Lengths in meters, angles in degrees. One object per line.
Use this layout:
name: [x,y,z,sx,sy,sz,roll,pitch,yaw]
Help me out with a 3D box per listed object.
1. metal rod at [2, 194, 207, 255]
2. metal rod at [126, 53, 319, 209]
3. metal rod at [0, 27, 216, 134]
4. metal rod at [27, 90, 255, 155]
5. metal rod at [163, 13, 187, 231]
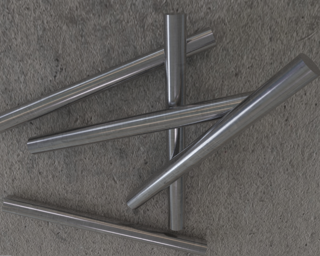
metal rod: [-0.077,0.146,0.462,0.302,0.025,0.025,15,110,-6]
metal rod: [0.044,0.026,0.356,0.025,0.025,0.299,35,131,-12]
metal rod: [-0.077,-0.056,0.388,0.301,0.025,0.025,-21,109,7]
metal rod: [-0.029,-0.003,0.372,0.301,0.025,0.025,-11,111,18]
metal rod: [0.020,0.011,0.397,0.025,0.025,0.298,-2,116,0]
